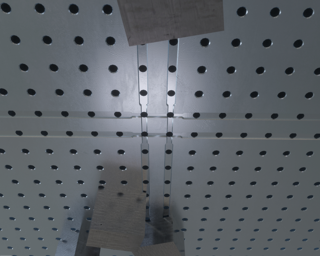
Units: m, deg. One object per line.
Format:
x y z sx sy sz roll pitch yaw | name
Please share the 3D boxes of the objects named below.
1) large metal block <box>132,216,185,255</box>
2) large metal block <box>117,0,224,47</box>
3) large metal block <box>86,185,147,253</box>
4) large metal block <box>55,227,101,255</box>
-0.003 0.215 0.578 0.080 0.050 0.080 -14 129 11 | large metal block
0.009 -0.119 0.274 0.080 0.080 0.050 -8 130 6 | large metal block
-0.068 0.145 0.498 0.080 0.080 0.050 12 129 -10 | large metal block
-0.159 0.247 0.584 0.050 0.080 0.080 35 122 -26 | large metal block
